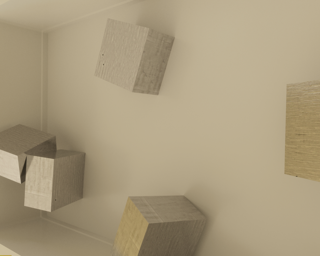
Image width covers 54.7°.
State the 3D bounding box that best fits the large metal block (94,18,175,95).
[{"bbox_3d":[-0.036,-0.096,0.421,0.080,0.050,0.079,27,107,37],"label":"large metal block"}]

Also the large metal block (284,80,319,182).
[{"bbox_3d":[0.149,0.002,0.246,0.080,0.050,0.079,-176,87,-69],"label":"large metal block"}]

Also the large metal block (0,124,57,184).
[{"bbox_3d":[-0.231,0.039,0.511,0.080,0.080,0.050,15,117,20],"label":"large metal block"}]

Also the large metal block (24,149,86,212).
[{"bbox_3d":[-0.168,0.081,0.502,0.050,0.080,0.079,6,94,20],"label":"large metal block"}]

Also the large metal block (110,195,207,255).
[{"bbox_3d":[-0.003,0.128,0.366,0.050,0.081,0.079,37,114,52],"label":"large metal block"}]
